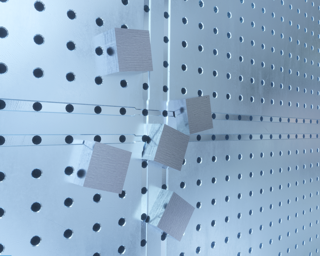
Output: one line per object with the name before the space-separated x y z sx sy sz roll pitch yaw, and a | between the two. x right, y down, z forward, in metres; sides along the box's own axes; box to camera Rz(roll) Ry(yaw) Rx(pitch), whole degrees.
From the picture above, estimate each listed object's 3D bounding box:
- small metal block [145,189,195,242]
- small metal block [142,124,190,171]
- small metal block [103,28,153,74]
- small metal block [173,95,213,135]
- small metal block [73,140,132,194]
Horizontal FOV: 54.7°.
small metal block | 0.015 0.119 0.424 0.050 0.025 0.050 43 64 -32
small metal block | 0.009 0.026 0.419 0.050 0.025 0.050 27 73 -37
small metal block | -0.038 -0.093 0.379 0.050 0.025 0.050 -10 97 -40
small metal block | 0.049 -0.020 0.453 0.050 0.025 0.050 -13 99 -39
small metal block | -0.065 0.045 0.356 0.050 0.025 0.050 22 76 -38
